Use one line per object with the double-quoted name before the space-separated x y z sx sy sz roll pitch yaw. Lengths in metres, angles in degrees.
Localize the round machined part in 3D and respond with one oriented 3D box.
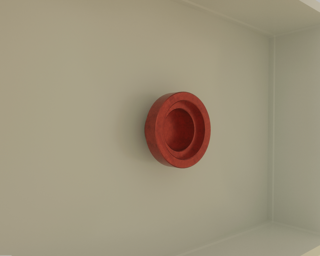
"round machined part" 0.019 0.002 0.409 0.099 0.042 0.097 0 90 -40
